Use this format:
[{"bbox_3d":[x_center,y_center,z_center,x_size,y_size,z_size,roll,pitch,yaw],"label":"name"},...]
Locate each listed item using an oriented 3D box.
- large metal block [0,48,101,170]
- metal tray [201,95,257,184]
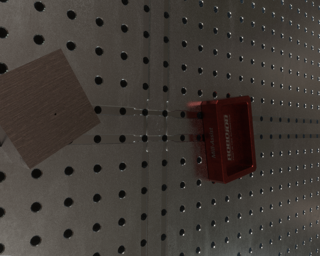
[{"bbox_3d":[-0.118,-0.019,0.295,0.080,0.050,0.080,-38,114,-33],"label":"large metal block"},{"bbox_3d":[0.115,0.016,0.504,0.091,0.030,0.129,-12,98,-40],"label":"metal tray"}]
